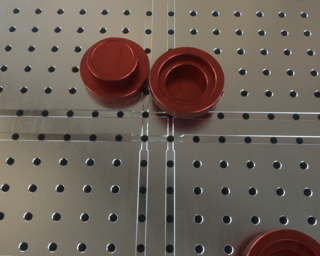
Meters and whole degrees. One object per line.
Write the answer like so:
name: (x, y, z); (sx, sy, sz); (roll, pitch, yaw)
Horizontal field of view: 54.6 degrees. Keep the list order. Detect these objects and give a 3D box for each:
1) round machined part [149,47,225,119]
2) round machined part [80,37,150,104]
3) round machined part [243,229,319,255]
round machined part: (0.035, -0.058, 0.424); (0.099, 0.042, 0.098); (0, 70, 0)
round machined part: (-0.064, -0.087, 0.434); (0.099, 0.042, 0.098); (0, 70, 0)
round machined part: (0.137, 0.164, 0.344); (0.099, 0.042, 0.098); (0, 70, 0)
